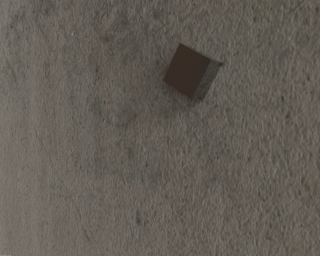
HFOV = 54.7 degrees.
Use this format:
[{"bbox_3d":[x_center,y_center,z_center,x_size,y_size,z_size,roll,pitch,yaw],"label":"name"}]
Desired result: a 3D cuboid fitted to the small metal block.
[{"bbox_3d":[0.038,-0.067,0.372,0.050,0.025,0.050,38,113,33],"label":"small metal block"}]
